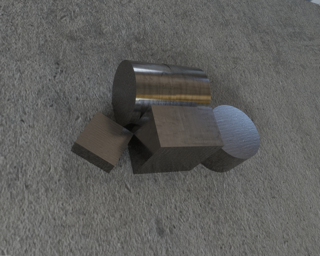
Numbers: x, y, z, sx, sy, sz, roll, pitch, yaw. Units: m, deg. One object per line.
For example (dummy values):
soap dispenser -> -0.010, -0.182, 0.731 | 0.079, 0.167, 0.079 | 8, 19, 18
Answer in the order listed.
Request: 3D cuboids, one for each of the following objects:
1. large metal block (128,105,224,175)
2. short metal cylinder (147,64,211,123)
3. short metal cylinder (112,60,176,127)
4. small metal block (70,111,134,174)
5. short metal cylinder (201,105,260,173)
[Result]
large metal block -> 0.014, 0.016, 0.369 | 0.081, 0.080, 0.050 | 1, 62, -28
short metal cylinder -> 0.022, -0.042, 0.408 | 0.050, 0.080, 0.080 | 1, 62, -28
short metal cylinder -> -0.022, -0.041, 0.384 | 0.050, 0.080, 0.080 | 1, 62, -28
small metal block -> -0.066, 0.017, 0.360 | 0.050, 0.025, 0.050 | 33, 51, -7
short metal cylinder -> 0.088, 0.015, 0.427 | 0.081, 0.050, 0.080 | 14, 56, -21
